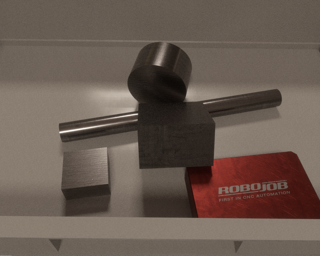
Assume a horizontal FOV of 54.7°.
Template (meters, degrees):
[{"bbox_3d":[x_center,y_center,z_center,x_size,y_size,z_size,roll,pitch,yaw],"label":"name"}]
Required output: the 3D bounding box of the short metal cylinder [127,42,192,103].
[{"bbox_3d":[0.001,-0.071,0.429,0.080,0.080,0.050,9,51,7],"label":"short metal cylinder"}]

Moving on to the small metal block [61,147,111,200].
[{"bbox_3d":[-0.085,0.052,0.360,0.050,0.025,0.050,-6,50,-6],"label":"small metal block"}]

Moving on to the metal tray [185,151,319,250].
[{"bbox_3d":[0.099,0.076,0.339,0.131,0.030,0.090,-5,50,-5],"label":"metal tray"}]

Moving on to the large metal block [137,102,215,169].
[{"bbox_3d":[0.016,0.005,0.364,0.081,0.050,0.080,-2,21,-2],"label":"large metal block"}]

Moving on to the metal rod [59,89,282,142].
[{"bbox_3d":[0.020,-0.019,0.420,0.302,0.025,0.025,-10,51,-9],"label":"metal rod"}]
